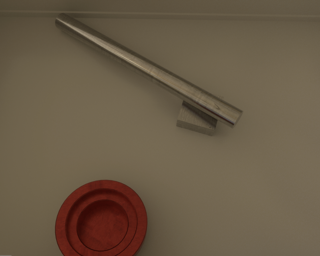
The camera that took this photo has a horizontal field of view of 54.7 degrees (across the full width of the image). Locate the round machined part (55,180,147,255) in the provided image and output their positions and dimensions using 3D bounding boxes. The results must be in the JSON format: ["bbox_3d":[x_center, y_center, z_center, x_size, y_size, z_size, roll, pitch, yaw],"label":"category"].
[{"bbox_3d":[-0.064,0.112,0.352,0.099,0.042,0.098,2,59,-3],"label":"round machined part"}]

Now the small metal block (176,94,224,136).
[{"bbox_3d":[0.054,-0.022,0.418,0.050,0.025,0.050,16,71,5],"label":"small metal block"}]

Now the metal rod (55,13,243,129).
[{"bbox_3d":[-0.027,-0.086,0.423,0.300,0.025,0.025,32,73,17],"label":"metal rod"}]
